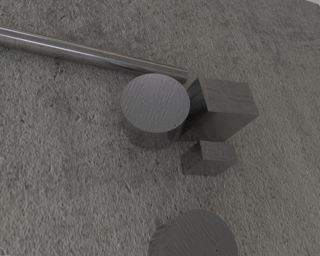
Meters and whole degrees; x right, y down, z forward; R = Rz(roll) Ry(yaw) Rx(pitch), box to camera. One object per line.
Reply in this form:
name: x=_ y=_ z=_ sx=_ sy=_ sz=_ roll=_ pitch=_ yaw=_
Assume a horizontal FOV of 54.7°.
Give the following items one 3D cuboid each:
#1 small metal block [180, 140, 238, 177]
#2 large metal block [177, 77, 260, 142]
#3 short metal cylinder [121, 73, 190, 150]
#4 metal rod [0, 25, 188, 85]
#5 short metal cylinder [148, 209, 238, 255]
small metal block: x=0.061 y=0.040 z=0.396 sx=0.050 sy=0.050 sz=0.025 roll=8 pitch=59 yaw=-24
large metal block: x=0.070 y=-0.021 z=0.419 sx=0.081 sy=0.080 sz=0.050 roll=3 pitch=61 yaw=-27
short metal cylinder: x=-0.007 y=-0.020 z=0.380 sx=0.081 sy=0.050 sz=0.080 roll=2 pitch=63 yaw=-5
metal rod: x=-0.100 y=-0.097 z=0.408 sx=0.302 sy=0.025 sz=0.025 roll=8 pitch=58 yaw=-24
short metal cylinder: x=0.034 y=0.132 z=0.326 sx=0.081 sy=0.050 sz=0.080 roll=14 pitch=56 yaw=-21
